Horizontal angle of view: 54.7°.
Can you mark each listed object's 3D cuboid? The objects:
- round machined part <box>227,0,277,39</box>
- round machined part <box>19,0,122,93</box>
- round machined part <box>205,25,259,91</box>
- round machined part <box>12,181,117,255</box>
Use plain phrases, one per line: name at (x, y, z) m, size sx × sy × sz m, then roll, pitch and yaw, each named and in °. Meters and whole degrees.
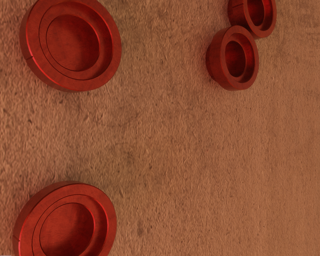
round machined part at (0.151, -0.197, 0.519) m, size 0.099 × 0.042 × 0.097 m, roll 0°, pitch 90°, yaw -40°
round machined part at (-0.092, -0.085, 0.316) m, size 0.099 × 0.042 × 0.097 m, roll 0°, pitch 90°, yaw -40°
round machined part at (0.109, -0.107, 0.485) m, size 0.099 × 0.042 × 0.097 m, roll 0°, pitch 90°, yaw -40°
round machined part at (-0.097, 0.102, 0.313) m, size 0.099 × 0.042 × 0.097 m, roll 0°, pitch 90°, yaw -40°
